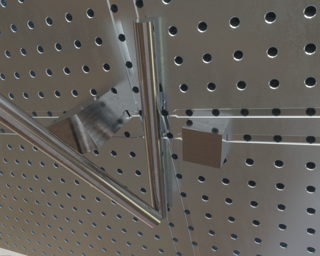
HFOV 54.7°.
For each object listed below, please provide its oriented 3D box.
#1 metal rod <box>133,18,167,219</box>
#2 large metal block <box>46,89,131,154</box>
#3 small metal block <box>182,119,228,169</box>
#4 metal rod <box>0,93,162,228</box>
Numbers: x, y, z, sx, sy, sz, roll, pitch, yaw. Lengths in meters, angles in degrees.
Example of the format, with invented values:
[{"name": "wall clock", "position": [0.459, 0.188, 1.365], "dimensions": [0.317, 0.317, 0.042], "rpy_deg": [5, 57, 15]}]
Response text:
[{"name": "metal rod", "position": [-0.009, 0.009, 0.419], "dimensions": [0.025, 0.025, 0.298], "rpy_deg": [10, 123, 22]}, {"name": "large metal block", "position": [-0.102, -0.004, 0.425], "dimensions": [0.080, 0.080, 0.050], "rpy_deg": [-18, 109, 35]}, {"name": "small metal block", "position": [0.056, 0.019, 0.393], "dimensions": [0.050, 0.025, 0.050], "rpy_deg": [10, 123, 22]}, {"name": "metal rod", "position": [-0.100, 0.048, 0.392], "dimensions": [0.025, 0.025, 0.300], "rpy_deg": [-21, 128, 36]}]
